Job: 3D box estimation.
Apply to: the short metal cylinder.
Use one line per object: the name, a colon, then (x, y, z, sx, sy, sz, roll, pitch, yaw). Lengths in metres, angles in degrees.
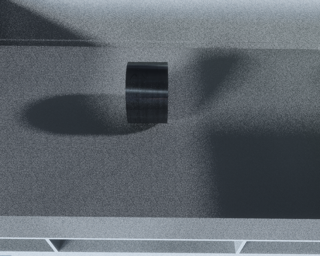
short metal cylinder: (-0.016, -0.046, 0.405, 0.050, 0.080, 0.080, 0, 50, 0)
